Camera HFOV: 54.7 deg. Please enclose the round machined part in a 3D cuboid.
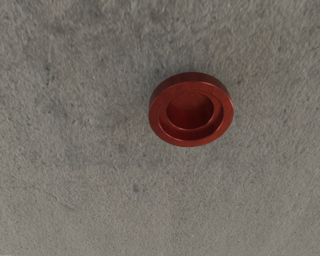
[{"bbox_3d":[0.036,-0.026,0.375,0.099,0.042,0.097,-1,130,0],"label":"round machined part"}]
